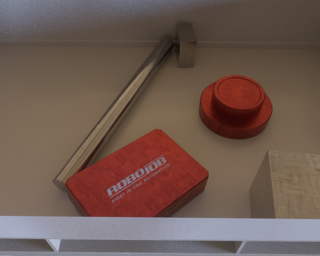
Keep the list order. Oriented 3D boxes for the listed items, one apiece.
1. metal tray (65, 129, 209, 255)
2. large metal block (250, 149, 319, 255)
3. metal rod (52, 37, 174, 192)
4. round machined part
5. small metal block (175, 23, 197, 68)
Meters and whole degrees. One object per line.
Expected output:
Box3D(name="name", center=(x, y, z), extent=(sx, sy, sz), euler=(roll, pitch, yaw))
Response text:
Box3D(name="metal tray", center=(-0.023, 0.063, 0.341), extent=(0.131, 0.030, 0.090), euler=(-30, 56, -29))
Box3D(name="large metal block", center=(0.125, 0.079, 0.305), extent=(0.050, 0.080, 0.080), euler=(6, 50, 5))
Box3D(name="metal rod", center=(-0.049, -0.039, 0.437), extent=(0.025, 0.025, 0.301), euler=(19, 52, 15))
Box3D(name="round machined part", center=(0.105, -0.035, 0.425), extent=(0.099, 0.042, 0.098), euler=(0, 50, 0))
Box3D(name="small metal block", center=(0.040, -0.133, 0.501), extent=(0.025, 0.050, 0.050), euler=(-4, 50, -4))
